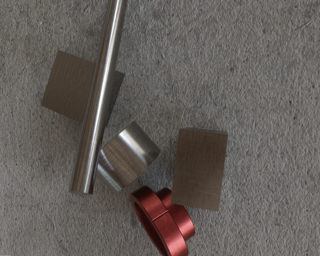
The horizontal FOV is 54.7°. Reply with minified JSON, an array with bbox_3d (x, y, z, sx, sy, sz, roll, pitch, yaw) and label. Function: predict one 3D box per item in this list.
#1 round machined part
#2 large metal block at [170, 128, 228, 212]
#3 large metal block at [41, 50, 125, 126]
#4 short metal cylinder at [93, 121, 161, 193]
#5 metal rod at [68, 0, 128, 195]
[{"bbox_3d":[0.006,0.112,0.377,0.042,0.098,0.098,-29,79,-18],"label":"round machined part"},{"bbox_3d":[0.048,0.042,0.359,0.050,0.080,0.079,7,92,12],"label":"large metal block"},{"bbox_3d":[-0.107,-0.054,0.432,0.080,0.050,0.080,22,97,18],"label":"large metal block"},{"bbox_3d":[-0.046,0.036,0.389,0.080,0.080,0.050,-40,95,15],"label":"short metal cylinder"},{"bbox_3d":[-0.067,-0.071,0.375,0.025,0.025,0.299,-1,68,19],"label":"metal rod"}]
